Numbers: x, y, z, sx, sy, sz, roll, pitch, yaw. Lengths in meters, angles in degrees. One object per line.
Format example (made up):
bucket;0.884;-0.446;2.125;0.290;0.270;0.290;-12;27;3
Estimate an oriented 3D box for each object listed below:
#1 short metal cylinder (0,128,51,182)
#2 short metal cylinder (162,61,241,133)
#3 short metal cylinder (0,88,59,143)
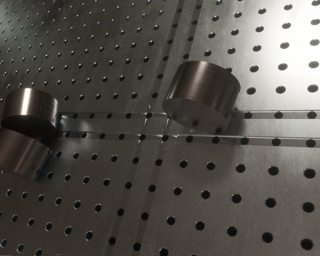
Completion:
short metal cylinder;-0.210;0.041;0.455;0.080;0.080;0.050;7;66;31
short metal cylinder;0.049;-0.035;0.368;0.080;0.080;0.050;10;67;32
short metal cylinder;-0.203;-0.017;0.488;0.080;0.080;0.050;-18;55;17
